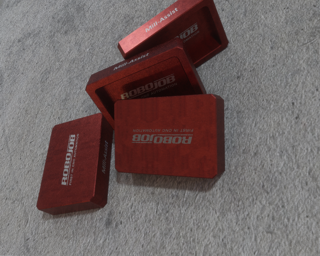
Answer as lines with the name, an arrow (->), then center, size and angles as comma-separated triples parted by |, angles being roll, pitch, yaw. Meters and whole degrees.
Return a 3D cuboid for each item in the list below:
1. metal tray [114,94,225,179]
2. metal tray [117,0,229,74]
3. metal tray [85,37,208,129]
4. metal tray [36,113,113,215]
metal tray -> 0.008, 0.009, 0.365 | 0.130, 0.030, 0.089 | -1, 90, 27
metal tray -> 0.021, -0.113, 0.420 | 0.130, 0.090, 0.030 | -34, 51, 6
metal tray -> -0.015, -0.047, 0.395 | 0.130, 0.090, 0.030 | -20, 34, 16
metal tray -> -0.115, 0.048, 0.431 | 0.090, 0.030, 0.130 | -14, 56, 20
